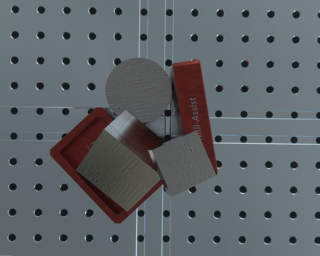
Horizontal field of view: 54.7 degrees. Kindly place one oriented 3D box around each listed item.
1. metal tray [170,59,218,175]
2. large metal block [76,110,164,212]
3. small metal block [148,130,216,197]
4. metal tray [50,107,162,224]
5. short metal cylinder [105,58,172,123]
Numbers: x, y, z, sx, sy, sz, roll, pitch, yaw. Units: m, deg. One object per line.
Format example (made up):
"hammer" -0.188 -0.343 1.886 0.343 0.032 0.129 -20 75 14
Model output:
"metal tray" 0.039 -0.010 0.381 0.030 0.090 0.129 -9 90 0
"large metal block" -0.040 0.040 0.369 0.080 0.050 0.080 40 125 -1
"small metal block" 0.022 0.036 0.319 0.050 0.025 0.050 -24 91 -12
"metal tray" -0.066 0.048 0.409 0.090 0.030 0.130 -43 91 0
"short metal cylinder" -0.026 -0.046 0.400 0.081 0.050 0.079 0 90 -1
